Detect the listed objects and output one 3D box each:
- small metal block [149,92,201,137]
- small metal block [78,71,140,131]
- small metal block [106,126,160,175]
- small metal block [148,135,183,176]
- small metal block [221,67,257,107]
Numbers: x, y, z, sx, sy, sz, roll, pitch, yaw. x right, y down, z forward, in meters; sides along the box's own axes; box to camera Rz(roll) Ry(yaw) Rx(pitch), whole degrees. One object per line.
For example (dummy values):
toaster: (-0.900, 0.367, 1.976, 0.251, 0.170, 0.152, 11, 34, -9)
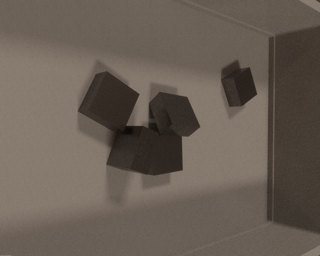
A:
small metal block: (0.019, -0.017, 0.410, 0.050, 0.025, 0.050, 5, 54, -40)
small metal block: (-0.058, -0.030, 0.359, 0.050, 0.025, 0.050, 34, 69, -35)
small metal block: (-0.032, 0.025, 0.365, 0.025, 0.050, 0.050, 26, 74, -38)
small metal block: (0.003, 0.034, 0.411, 0.050, 0.025, 0.050, -3, 92, -40)
small metal block: (0.134, -0.069, 0.522, 0.050, 0.025, 0.050, -34, 111, -35)
